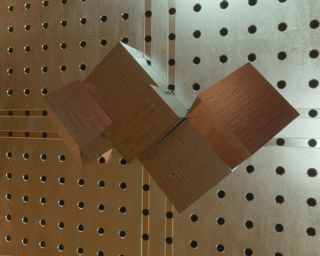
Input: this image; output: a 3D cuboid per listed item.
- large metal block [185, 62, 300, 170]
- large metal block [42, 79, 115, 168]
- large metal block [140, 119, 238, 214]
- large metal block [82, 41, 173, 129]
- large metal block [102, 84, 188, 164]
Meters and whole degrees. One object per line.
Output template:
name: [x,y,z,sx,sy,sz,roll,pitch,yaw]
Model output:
large metal block: [0.090,-0.014,0.345,0.080,0.050,0.080,-34,76,-24]
large metal block: [-0.106,-0.004,0.414,0.050,0.080,0.080,-34,76,-23]
large metal block: [0.036,0.045,0.386,0.080,0.050,0.080,-43,75,15]
large metal block: [-0.045,-0.054,0.415,0.080,0.050,0.080,-44,77,16]
large metal block: [-0.011,-0.004,0.387,0.080,0.080,0.050,-44,78,15]
